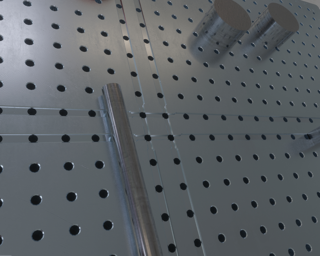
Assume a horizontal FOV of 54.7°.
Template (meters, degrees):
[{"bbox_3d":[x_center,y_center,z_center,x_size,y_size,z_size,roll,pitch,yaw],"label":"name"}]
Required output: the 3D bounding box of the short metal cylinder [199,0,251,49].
[{"bbox_3d":[0.121,-0.194,0.576,0.081,0.050,0.080,14,56,-21],"label":"short metal cylinder"}]

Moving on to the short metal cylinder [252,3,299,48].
[{"bbox_3d":[0.244,-0.217,0.656,0.081,0.050,0.080,14,56,-21],"label":"short metal cylinder"}]

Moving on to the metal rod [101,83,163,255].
[{"bbox_3d":[-0.025,0.080,0.345,0.025,0.025,0.299,-2,63,-29],"label":"metal rod"}]

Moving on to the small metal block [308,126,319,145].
[{"bbox_3d":[0.305,0.007,0.552,0.050,0.050,0.025,-5,65,-31],"label":"small metal block"}]
